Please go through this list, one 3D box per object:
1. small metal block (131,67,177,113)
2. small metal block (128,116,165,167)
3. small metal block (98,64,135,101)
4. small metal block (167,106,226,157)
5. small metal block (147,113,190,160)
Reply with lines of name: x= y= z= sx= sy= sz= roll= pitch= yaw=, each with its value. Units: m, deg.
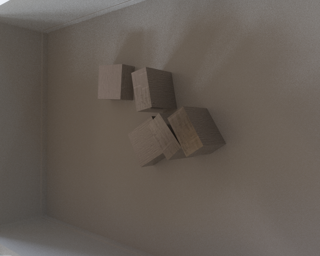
small metal block: x=-0.007 y=-0.047 z=0.396 sx=0.025 sy=0.050 sz=0.050 roll=-14 pitch=81 yaw=39
small metal block: x=-0.010 y=0.018 z=0.415 sx=0.050 sy=0.025 sz=0.050 roll=-36 pitch=68 yaw=34
small metal block: x=-0.066 y=-0.067 z=0.461 sx=0.050 sy=0.025 sz=0.050 roll=6 pitch=94 yaw=40
small metal block: x=0.043 y=0.004 z=0.355 sx=0.025 sy=0.050 sz=0.050 roll=-39 pitch=67 yaw=33
small metal block: x=0.020 y=0.009 z=0.374 sx=0.025 sy=0.050 sz=0.050 roll=-48 pitch=62 yaw=30
